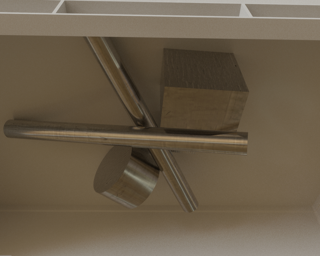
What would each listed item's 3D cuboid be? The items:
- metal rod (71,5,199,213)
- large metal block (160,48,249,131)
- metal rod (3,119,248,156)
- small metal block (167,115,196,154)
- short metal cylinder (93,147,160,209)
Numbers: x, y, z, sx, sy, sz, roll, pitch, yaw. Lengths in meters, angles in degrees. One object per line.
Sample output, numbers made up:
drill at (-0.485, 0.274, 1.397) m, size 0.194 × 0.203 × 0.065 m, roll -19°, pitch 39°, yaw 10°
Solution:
metal rod at (-0.016, -0.001, 0.382) m, size 0.025 × 0.025 × 0.299 m, roll -19°, pitch 120°, yaw 15°
large metal block at (0.042, -0.043, 0.337) m, size 0.081 × 0.080 × 0.050 m, roll 3°, pitch 130°, yaw -3°
metal rod at (-0.052, 0.009, 0.367) m, size 0.301 × 0.025 × 0.025 m, roll 3°, pitch 132°, yaw 16°
small metal block at (0.028, 0.007, 0.415) m, size 0.050 × 0.025 × 0.050 m, roll 6°, pitch 130°, yaw -6°
short metal cylinder at (-0.046, 0.064, 0.427) m, size 0.050 × 0.080 × 0.080 m, roll 37°, pitch 121°, yaw -27°
